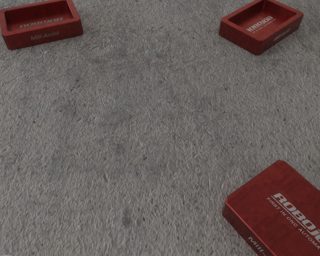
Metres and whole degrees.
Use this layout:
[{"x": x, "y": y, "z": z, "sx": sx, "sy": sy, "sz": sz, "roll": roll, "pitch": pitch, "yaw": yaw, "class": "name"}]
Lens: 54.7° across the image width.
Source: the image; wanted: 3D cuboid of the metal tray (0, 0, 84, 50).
[{"x": -0.214, "y": -0.191, "z": 0.558, "sx": 0.131, "sy": 0.030, "sz": 0.090, "roll": -17, "pitch": 52, "yaw": -14, "class": "metal tray"}]

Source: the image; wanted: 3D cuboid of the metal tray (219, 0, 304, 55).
[{"x": 0.182, "y": -0.188, "z": 0.558, "sx": 0.131, "sy": 0.030, "sz": 0.090, "roll": -35, "pitch": 58, "yaw": -26, "class": "metal tray"}]

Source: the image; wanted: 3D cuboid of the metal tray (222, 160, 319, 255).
[{"x": 0.140, "y": 0.103, "z": 0.314, "sx": 0.091, "sy": 0.030, "sz": 0.130, "roll": -29, "pitch": 56, "yaw": -22, "class": "metal tray"}]
